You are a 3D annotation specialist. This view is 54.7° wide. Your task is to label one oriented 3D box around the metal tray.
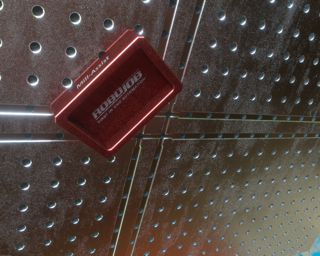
[{"bbox_3d":[-0.047,-0.036,0.361,0.130,0.030,0.090,-44,130,2],"label":"metal tray"}]
